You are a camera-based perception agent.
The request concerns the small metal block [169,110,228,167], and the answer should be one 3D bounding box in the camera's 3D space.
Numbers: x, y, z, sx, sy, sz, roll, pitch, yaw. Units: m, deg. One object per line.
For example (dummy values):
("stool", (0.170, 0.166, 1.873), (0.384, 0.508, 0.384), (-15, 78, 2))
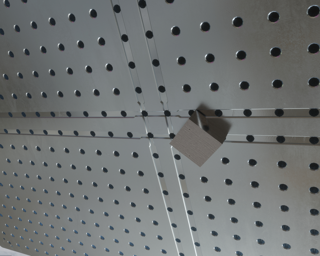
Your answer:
("small metal block", (0.048, 0.014, 0.395), (0.050, 0.025, 0.050), (37, 129, 3))
